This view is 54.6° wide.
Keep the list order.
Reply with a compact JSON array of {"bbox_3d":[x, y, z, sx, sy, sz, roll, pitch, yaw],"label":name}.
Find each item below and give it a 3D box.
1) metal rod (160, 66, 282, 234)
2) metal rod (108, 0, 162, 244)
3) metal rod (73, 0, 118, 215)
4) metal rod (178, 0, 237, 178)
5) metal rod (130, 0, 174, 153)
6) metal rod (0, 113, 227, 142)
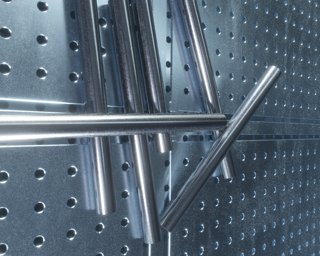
[{"bbox_3d":[0.095,0.021,0.457,0.300,0.025,0.025,-51,121,-17],"label":"metal rod"},{"bbox_3d":[-0.029,-0.003,0.383,0.025,0.025,0.298,-13,98,-39],"label":"metal rod"},{"bbox_3d":[-0.074,-0.053,0.345,0.025,0.025,0.298,-9,96,-40],"label":"metal rod"},{"bbox_3d":[0.072,-0.064,0.467,0.025,0.025,0.299,-26,106,-37],"label":"metal rod"},{"bbox_3d":[-0.017,-0.117,0.392,0.025,0.025,0.298,-15,100,-39],"label":"metal rod"},{"bbox_3d":[-0.030,-0.004,0.349,0.302,0.025,0.025,-2,92,-40],"label":"metal rod"}]
